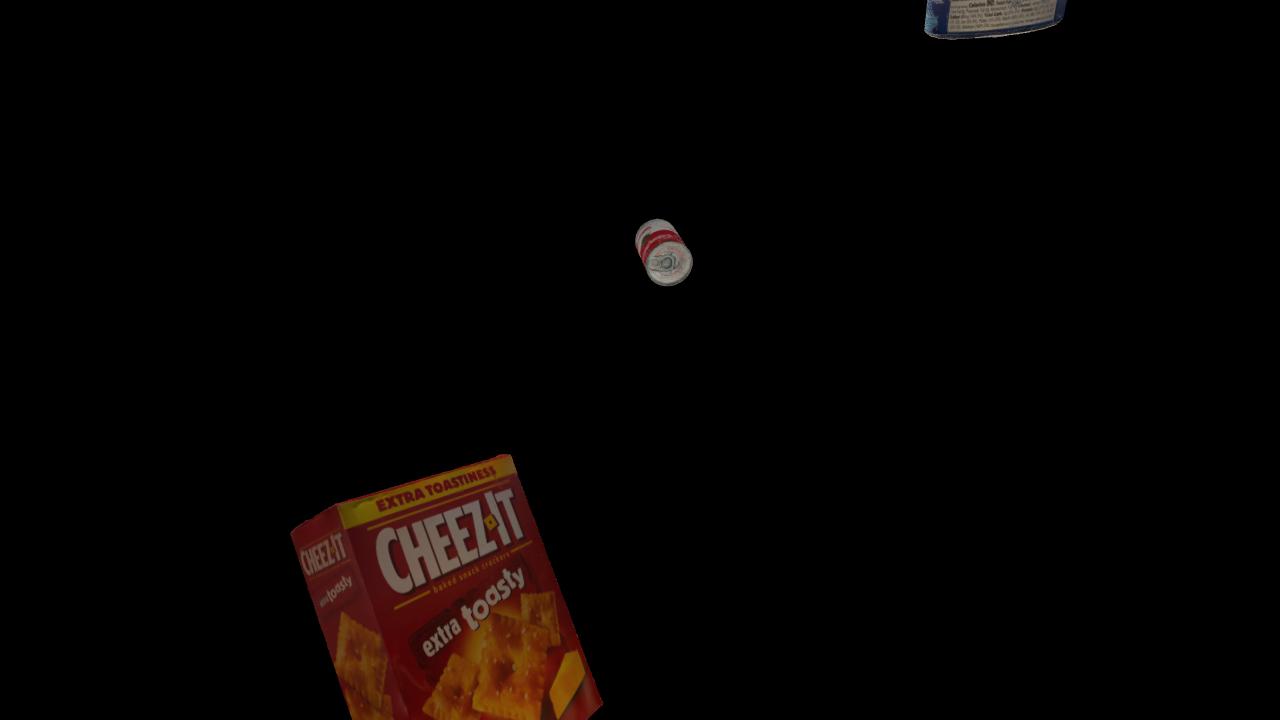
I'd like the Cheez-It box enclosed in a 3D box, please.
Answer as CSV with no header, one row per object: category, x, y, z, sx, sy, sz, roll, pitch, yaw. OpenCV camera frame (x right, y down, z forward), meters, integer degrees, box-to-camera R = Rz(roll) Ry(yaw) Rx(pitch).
Cheez-It box,-0.133,0.197,0.460,0.071,0.223,0.166,-28,-11,28

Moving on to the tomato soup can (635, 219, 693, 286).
tomato soup can,0.033,-0.159,0.896,0.068,0.068,0.101,0,32,-11

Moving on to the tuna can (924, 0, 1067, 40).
tuna can,0.235,-0.239,0.408,0.084,0.034,0.084,-7,33,5
